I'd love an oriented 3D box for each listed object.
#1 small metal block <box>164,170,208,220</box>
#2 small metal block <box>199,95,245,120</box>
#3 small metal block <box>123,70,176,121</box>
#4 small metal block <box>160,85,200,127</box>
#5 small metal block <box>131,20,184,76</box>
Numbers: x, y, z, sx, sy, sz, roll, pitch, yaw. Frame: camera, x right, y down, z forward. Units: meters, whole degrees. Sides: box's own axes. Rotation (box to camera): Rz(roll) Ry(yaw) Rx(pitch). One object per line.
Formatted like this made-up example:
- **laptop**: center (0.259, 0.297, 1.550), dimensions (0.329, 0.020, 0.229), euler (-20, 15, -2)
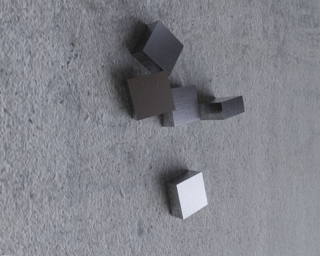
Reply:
- **small metal block**: center (0.037, 0.092, 0.436), dimensions (0.050, 0.025, 0.050), euler (-19, 102, -38)
- **small metal block**: center (0.089, -0.030, 0.463), dimensions (0.050, 0.050, 0.025), euler (-19, 102, -38)
- **small metal block**: center (-0.013, -0.041, 0.382), dimensions (0.050, 0.025, 0.050), euler (-17, 102, -16)
- **small metal block**: center (0.026, -0.031, 0.426), dimensions (0.050, 0.025, 0.050), euler (-15, 100, -39)
- **small metal block**: center (-0.002, -0.101, 0.402), dimensions (0.050, 0.025, 0.050), euler (38, 67, -34)
